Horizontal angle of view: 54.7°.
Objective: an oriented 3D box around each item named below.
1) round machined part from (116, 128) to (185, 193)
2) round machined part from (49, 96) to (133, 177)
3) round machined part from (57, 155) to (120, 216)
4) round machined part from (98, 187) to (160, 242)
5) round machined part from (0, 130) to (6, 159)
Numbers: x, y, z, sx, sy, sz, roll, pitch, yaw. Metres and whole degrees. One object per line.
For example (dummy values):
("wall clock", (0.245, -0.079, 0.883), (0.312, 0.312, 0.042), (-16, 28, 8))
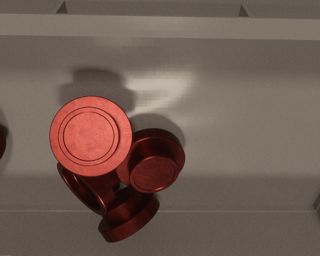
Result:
("round machined part", (-0.012, 0.052, 0.428), (0.099, 0.042, 0.097), (-8, 127, -11))
("round machined part", (-0.082, 0.010, 0.370), (0.099, 0.042, 0.097), (0, 89, -5))
("round machined part", (-0.096, 0.073, 0.438), (0.098, 0.042, 0.097), (31, 145, 25))
("round machined part", (-0.053, 0.124, 0.474), (0.098, 0.098, 0.042), (-28, 99, 21))
("round machined part", (-0.254, 0.026, 0.392), (0.042, 0.099, 0.097), (36, 132, 20))
